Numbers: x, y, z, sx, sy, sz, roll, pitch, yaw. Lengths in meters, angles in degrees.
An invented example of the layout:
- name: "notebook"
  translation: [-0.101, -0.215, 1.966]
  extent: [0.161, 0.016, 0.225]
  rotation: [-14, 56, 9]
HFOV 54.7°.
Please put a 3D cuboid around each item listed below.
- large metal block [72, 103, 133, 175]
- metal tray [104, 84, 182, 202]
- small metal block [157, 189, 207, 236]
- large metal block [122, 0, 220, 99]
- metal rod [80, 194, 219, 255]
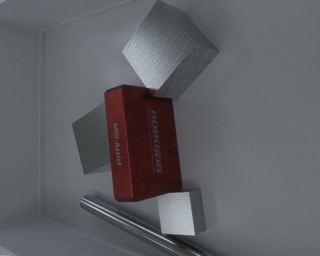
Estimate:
- name: "large metal block"
  translation: [-0.076, 0.016, 0.451]
  extent: [0.080, 0.050, 0.080]
  rotation: [-27, 73, 36]
- name: "metal tray"
  translation: [-0.018, 0.017, 0.377]
  extent: [0.030, 0.091, 0.129]
  rotation: [-11, 83, 39]
- name: "small metal block"
  translation: [0.026, 0.103, 0.384]
  extent: [0.050, 0.025, 0.050]
  rotation: [-12, 82, 39]
- name: "large metal block"
  translation: [0.011, -0.093, 0.380]
  extent: [0.080, 0.050, 0.080]
  rotation: [-48, 62, 29]
- name: "metal rod"
  translation: [-0.004, 0.144, 0.408]
  extent: [0.300, 0.025, 0.025]
  rotation: [12, 98, 39]
